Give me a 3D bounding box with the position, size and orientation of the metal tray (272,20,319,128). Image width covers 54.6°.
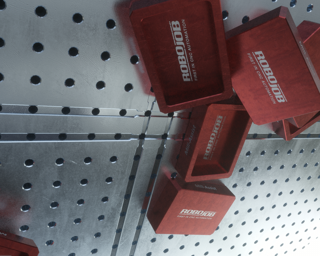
[{"bbox_3d":[0.199,-0.070,0.433,0.090,0.030,0.130,-44,129,2],"label":"metal tray"}]

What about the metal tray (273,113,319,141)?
[{"bbox_3d":[0.220,-0.051,0.495,0.090,0.030,0.130,-33,129,-6],"label":"metal tray"}]

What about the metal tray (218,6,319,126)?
[{"bbox_3d":[0.134,-0.069,0.381,0.090,0.030,0.130,-18,120,37],"label":"metal tray"}]

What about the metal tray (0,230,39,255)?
[{"bbox_3d":[-0.220,0.157,0.349,0.130,0.030,0.090,33,74,-30],"label":"metal tray"}]

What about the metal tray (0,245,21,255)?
[{"bbox_3d":[-0.254,0.192,0.387,0.131,0.030,0.089,12,112,-33],"label":"metal tray"}]

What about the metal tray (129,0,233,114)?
[{"bbox_3d":[0.028,-0.084,0.349,0.090,0.030,0.130,-14,128,6],"label":"metal tray"}]

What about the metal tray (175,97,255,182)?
[{"bbox_3d":[0.083,0.017,0.462,0.091,0.030,0.129,0,119,-28],"label":"metal tray"}]

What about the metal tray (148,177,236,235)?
[{"bbox_3d":[0.055,0.135,0.521,0.131,0.030,0.090,15,111,-34],"label":"metal tray"}]
